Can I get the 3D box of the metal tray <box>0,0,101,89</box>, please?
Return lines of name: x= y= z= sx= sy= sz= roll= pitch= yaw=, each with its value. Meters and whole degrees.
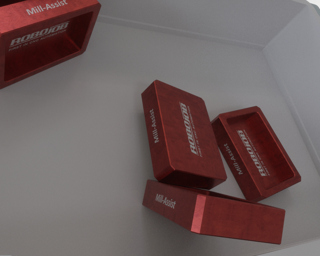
metal tray: x=-0.135 y=-0.104 z=0.354 sx=0.030 sy=0.090 sz=0.131 roll=48 pitch=51 yaw=5

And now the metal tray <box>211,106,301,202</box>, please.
metal tray: x=0.138 y=0.035 z=0.455 sx=0.091 sy=0.030 sz=0.130 roll=-13 pitch=68 yaw=-33

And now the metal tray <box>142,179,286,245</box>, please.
metal tray: x=0.046 y=0.080 z=0.313 sx=0.091 sy=0.130 sz=0.030 roll=14 pitch=82 yaw=-20

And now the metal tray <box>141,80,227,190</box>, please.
metal tray: x=0.028 y=0.008 z=0.391 sx=0.091 sy=0.030 sz=0.130 roll=17 pitch=48 yaw=-35

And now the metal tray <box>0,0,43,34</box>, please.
metal tray: x=-0.151 y=-0.165 z=0.357 sx=0.091 sy=0.129 sz=0.030 roll=-21 pitch=74 yaw=-36
